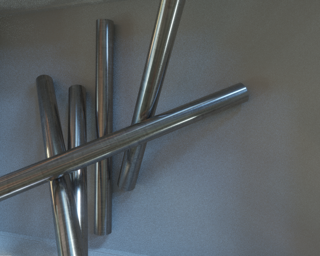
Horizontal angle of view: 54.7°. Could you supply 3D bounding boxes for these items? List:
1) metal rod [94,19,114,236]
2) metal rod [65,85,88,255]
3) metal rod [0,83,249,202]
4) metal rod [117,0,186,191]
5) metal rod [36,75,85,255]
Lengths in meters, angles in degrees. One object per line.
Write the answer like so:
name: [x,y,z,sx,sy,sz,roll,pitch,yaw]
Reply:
metal rod: [-0.079,-0.001,0.438,0.025,0.025,0.298,1,90,20]
metal rod: [-0.102,0.071,0.378,0.025,0.025,0.299,-21,57,19]
metal rod: [-0.037,0.012,0.353,0.302,0.025,0.025,-22,82,-9]
metal rod: [-0.011,-0.047,0.358,0.025,0.025,0.298,26,120,18]
metal rod: [-0.128,0.034,0.382,0.025,0.025,0.300,-38,50,16]
